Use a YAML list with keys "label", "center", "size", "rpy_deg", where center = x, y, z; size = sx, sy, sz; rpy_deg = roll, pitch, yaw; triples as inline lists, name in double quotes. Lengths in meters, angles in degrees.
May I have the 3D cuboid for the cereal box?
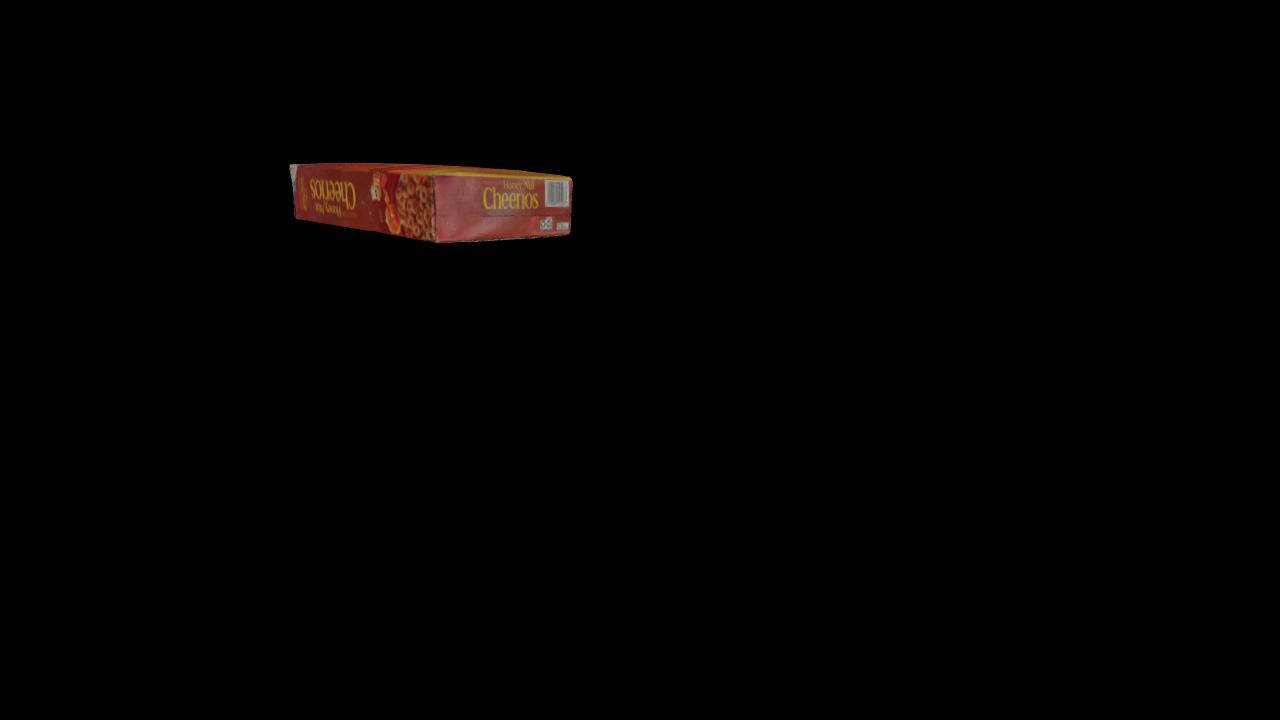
- label: "cereal box"
  center: [-0.263, -0.203, 0.768]
  size: [0.306, 0.081, 0.203]
  rpy_deg: [16, 21, 35]
